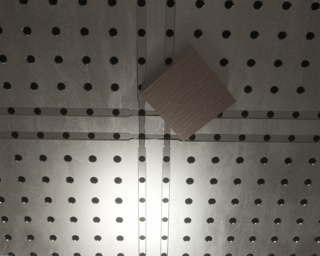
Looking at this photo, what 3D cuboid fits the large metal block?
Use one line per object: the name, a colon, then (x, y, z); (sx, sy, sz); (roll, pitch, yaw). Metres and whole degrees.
large metal block: (0.033, -0.044, 0.384); (0.080, 0.050, 0.080); (-39, 106, 12)
